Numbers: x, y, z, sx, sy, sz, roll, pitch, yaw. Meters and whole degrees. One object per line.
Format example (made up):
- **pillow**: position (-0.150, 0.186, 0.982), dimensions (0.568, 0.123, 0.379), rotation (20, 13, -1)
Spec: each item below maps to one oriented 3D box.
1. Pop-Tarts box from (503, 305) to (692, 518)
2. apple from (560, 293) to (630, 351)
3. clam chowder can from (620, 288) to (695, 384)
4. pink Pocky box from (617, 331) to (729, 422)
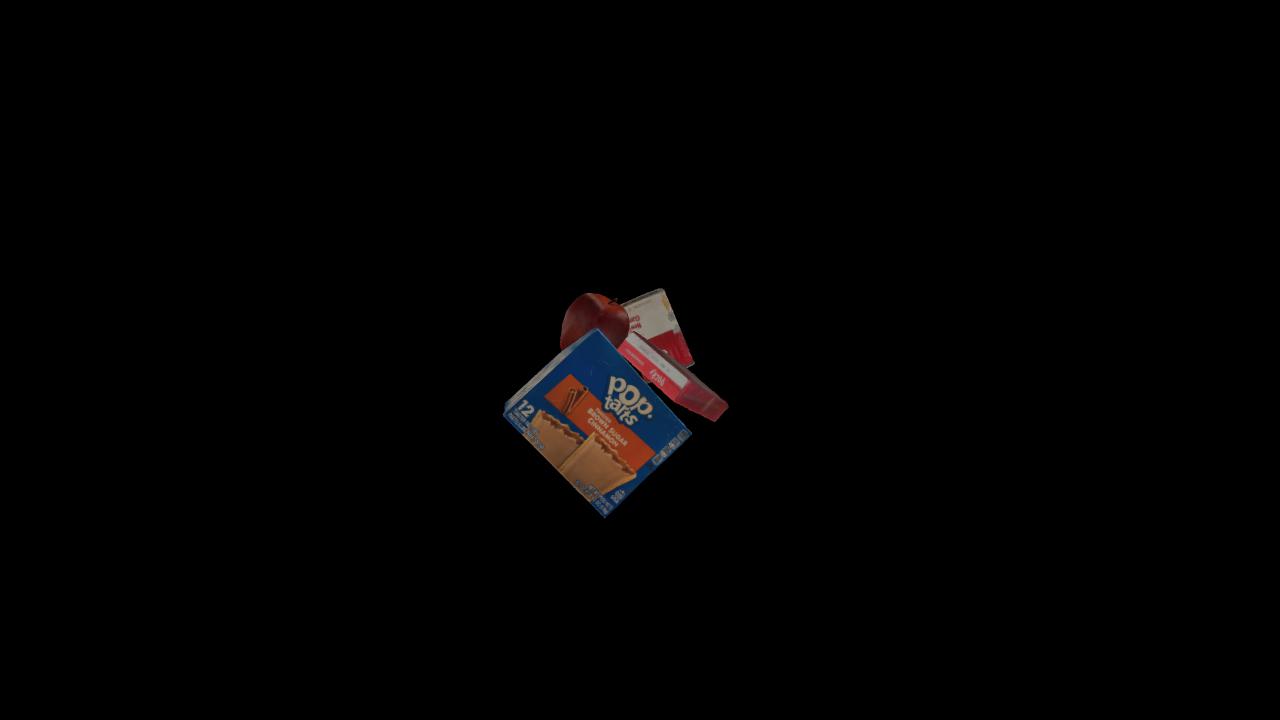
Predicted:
- **Pop-Tarts box**: position (-0.050, 0.069, 0.716), dimensions (0.141, 0.167, 0.083), rotation (-43, 13, -6)
- **apple**: position (-0.054, -0.037, 0.740), dimensions (0.079, 0.093, 0.079), rotation (30, 15, -9)
- **clam chowder can**: position (0.018, -0.030, 0.761), dimensions (0.068, 0.102, 0.068), rotation (-22, 2, 1)
- **pink Pocky box**: position (0.040, 0.022, 0.662), dimensions (0.084, 0.029, 0.155), rotation (42, 5, 25)
